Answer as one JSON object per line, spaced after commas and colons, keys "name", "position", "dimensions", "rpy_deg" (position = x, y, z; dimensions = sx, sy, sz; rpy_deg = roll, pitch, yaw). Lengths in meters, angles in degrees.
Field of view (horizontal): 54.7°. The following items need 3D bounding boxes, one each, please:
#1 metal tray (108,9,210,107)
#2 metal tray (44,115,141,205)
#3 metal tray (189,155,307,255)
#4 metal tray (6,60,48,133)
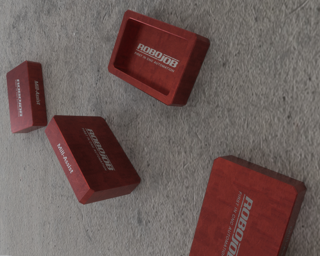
{"name": "metal tray", "position": [-0.008, -0.094, 0.407], "dimensions": [0.130, 0.030, 0.089], "rpy_deg": [33, 110, 35]}
{"name": "metal tray", "position": [-0.096, 0.039, 0.441], "dimensions": [0.030, 0.091, 0.130], "rpy_deg": [-50, 61, 28]}
{"name": "metal tray", "position": [0.088, 0.104, 0.329], "dimensions": [0.090, 0.030, 0.129], "rpy_deg": [21, 103, 38]}
{"name": "metal tray", "position": [-0.270, -0.060, 0.625], "dimensions": [0.090, 0.030, 0.129], "rpy_deg": [-14, 81, 39]}
